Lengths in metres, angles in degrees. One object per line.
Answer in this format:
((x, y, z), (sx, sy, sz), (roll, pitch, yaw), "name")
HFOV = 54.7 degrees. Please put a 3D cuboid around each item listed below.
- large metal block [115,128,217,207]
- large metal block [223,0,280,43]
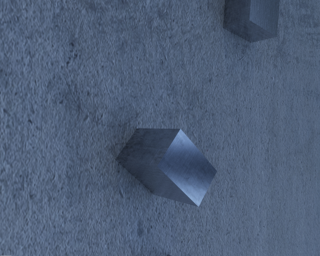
((0.007, 0.045, 0.375), (0.080, 0.080, 0.050), (48, 62, -30), "large metal block")
((0.154, -0.198, 0.517), (0.081, 0.050, 0.080), (10, 84, -40), "large metal block")
